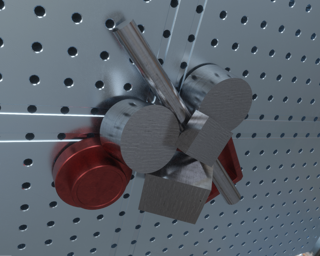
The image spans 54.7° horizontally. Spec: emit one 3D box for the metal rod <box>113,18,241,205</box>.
[{"bbox_3d":[0.036,0.000,0.394,0.025,0.025,0.299,-37,120,-4],"label":"metal rod"}]

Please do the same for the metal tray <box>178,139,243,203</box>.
[{"bbox_3d":[0.072,0.054,0.476,0.090,0.030,0.130,-32,129,-8],"label":"metal tray"}]

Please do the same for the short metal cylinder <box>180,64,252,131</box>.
[{"bbox_3d":[0.073,-0.037,0.408,0.081,0.050,0.079,-14,124,-21],"label":"short metal cylinder"}]

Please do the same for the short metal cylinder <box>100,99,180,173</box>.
[{"bbox_3d":[-0.024,0.008,0.368,0.081,0.050,0.079,-10,108,-34],"label":"short metal cylinder"}]

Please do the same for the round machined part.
[{"bbox_3d":[-0.080,0.064,0.390,0.099,0.042,0.097,-14,124,-21],"label":"round machined part"}]

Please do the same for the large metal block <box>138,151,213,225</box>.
[{"bbox_3d":[0.020,0.077,0.415,0.080,0.050,0.079,14,132,1],"label":"large metal block"}]

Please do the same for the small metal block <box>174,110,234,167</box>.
[{"bbox_3d":[0.053,0.013,0.376,0.050,0.025,0.050,30,94,-38],"label":"small metal block"}]
